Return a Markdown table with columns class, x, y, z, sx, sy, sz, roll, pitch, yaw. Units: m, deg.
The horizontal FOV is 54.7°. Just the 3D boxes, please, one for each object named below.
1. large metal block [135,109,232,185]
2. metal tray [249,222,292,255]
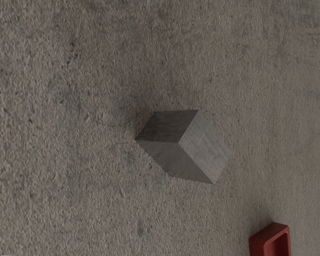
| class | x | y | z | sx | sy | sz | roll | pitch | yaw |
| --- | --- | --- | --- | --- | --- | --- | --- | --- | --- |
| large metal block | 0.029 | 0.023 | 0.393 | 0.080 | 0.080 | 0.050 | 49 | 61 | -29 |
| metal tray | 0.209 | 0.254 | 0.576 | 0.091 | 0.030 | 0.129 | -11 | 97 | -39 |
